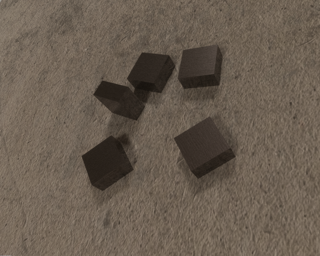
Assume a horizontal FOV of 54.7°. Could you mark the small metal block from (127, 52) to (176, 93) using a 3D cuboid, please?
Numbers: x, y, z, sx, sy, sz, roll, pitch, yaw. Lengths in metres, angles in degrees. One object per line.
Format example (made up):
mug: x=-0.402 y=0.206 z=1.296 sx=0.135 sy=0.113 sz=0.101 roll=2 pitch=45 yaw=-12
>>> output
small metal block: x=-0.013 y=-0.083 z=0.460 sx=0.050 sy=0.025 sz=0.050 roll=15 pitch=69 yaw=33

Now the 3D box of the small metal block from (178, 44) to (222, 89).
small metal block: x=0.056 y=-0.084 z=0.425 sx=0.050 sy=0.025 sz=0.050 roll=-3 pitch=60 yaw=26

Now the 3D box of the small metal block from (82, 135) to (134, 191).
small metal block: x=-0.070 y=0.046 z=0.411 sx=0.050 sy=0.025 sz=0.050 roll=-35 pitch=52 yaw=4

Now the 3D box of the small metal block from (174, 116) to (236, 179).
small metal block: x=0.052 y=0.023 z=0.362 sx=0.050 sy=0.025 sz=0.050 roll=-32 pitch=52 yaw=7

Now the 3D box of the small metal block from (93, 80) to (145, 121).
small metal block: x=-0.057 y=-0.039 z=0.440 sx=0.050 sy=0.050 sz=0.025 roll=18 pitch=71 yaw=34
